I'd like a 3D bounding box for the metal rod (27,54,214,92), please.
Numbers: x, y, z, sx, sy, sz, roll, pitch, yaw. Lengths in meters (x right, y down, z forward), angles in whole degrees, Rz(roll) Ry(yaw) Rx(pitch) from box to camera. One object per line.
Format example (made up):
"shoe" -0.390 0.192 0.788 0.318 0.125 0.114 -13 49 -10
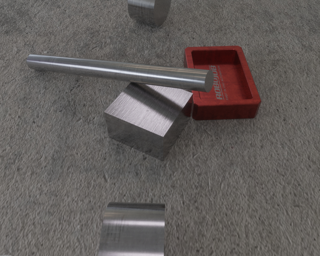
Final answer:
"metal rod" -0.073 -0.079 0.418 0.300 0.025 0.025 12 49 30

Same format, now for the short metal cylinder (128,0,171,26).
"short metal cylinder" -0.017 -0.231 0.562 0.050 0.080 0.080 19 53 15

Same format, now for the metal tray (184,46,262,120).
"metal tray" 0.087 -0.071 0.459 0.091 0.030 0.130 -2 50 -2

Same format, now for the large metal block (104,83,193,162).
"large metal block" -0.013 -0.016 0.400 0.080 0.050 0.080 23 54 17

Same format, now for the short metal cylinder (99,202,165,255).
"short metal cylinder" -0.022 0.108 0.277 0.050 0.080 0.080 2 50 1
